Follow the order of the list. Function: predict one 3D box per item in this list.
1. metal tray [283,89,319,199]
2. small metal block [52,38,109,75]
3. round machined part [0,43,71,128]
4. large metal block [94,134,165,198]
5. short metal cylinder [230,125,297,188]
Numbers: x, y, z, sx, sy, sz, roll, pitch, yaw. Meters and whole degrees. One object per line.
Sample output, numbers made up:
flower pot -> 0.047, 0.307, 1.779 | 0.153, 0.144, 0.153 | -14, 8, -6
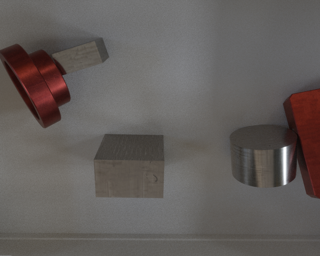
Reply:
metal tray -> 0.216, 0.015, 0.383 | 0.090, 0.030, 0.129 | -11, 79, 5
small metal block -> -0.092, -0.085, 0.365 | 0.050, 0.050, 0.025 | -16, 110, 5
round machined part -> -0.140, -0.052, 0.360 | 0.042, 0.098, 0.098 | -32, 111, -23
large metal block -> -0.036, 0.046, 0.399 | 0.081, 0.080, 0.050 | 1, 110, -1
short metal cylinder -> 0.132, 0.033, 0.396 | 0.080, 0.080, 0.050 | -7, 110, 2
